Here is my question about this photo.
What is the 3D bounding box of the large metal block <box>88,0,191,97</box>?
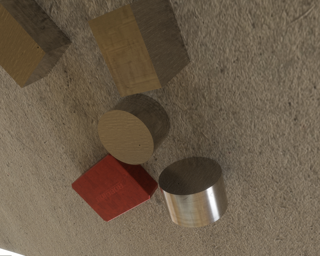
[{"bbox_3d":[-0.017,-0.089,0.325,0.050,0.080,0.080,-9,114,32],"label":"large metal block"}]

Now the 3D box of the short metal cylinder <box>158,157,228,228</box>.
[{"bbox_3d":[0.043,0.080,0.398,0.080,0.080,0.050,-1,118,28],"label":"short metal cylinder"}]

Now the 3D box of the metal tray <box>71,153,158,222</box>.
[{"bbox_3d":[-0.076,0.093,0.502,0.090,0.030,0.129,48,129,-6],"label":"metal tray"}]

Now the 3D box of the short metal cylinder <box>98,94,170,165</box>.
[{"bbox_3d":[-0.034,0.001,0.409,0.080,0.050,0.079,13,124,21],"label":"short metal cylinder"}]

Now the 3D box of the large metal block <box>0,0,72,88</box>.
[{"bbox_3d":[-0.180,-0.114,0.415,0.080,0.050,0.080,49,129,-7],"label":"large metal block"}]
